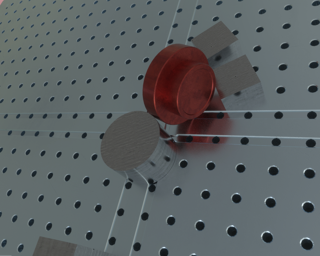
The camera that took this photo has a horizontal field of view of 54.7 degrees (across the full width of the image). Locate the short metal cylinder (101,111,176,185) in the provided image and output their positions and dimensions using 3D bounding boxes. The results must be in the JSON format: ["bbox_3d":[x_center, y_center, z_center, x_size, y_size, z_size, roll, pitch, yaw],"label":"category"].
[{"bbox_3d":[-0.026,0.025,0.389,0.080,0.050,0.080,-13,56,21],"label":"short metal cylinder"}]

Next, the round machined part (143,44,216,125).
[{"bbox_3d":[0.030,-0.049,0.374,0.042,0.098,0.098,27,77,40],"label":"round machined part"}]

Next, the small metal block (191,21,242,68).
[{"bbox_3d":[0.079,-0.116,0.437,0.050,0.025,0.050,-31,52,7],"label":"small metal block"}]

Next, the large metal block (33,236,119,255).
[{"bbox_3d":[-0.093,0.164,0.319,0.050,0.080,0.080,0,62,28],"label":"large metal block"}]

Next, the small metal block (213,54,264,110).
[{"bbox_3d":[0.096,-0.058,0.393,0.050,0.025,0.050,-24,53,13],"label":"small metal block"}]
